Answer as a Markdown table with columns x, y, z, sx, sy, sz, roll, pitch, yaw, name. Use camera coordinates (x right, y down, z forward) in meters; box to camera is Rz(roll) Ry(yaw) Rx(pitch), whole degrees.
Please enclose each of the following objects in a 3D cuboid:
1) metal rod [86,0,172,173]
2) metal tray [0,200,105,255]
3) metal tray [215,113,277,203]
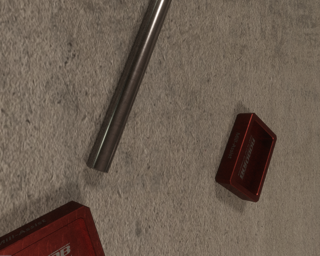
| x | y | z | sx | sy | sz | roll | pitch | yaw | name |
| --- | --- | --- | --- | --- | --- | --- | --- | --- | --- |
| -0.024 | -0.090 | 0.385 | 0.025 | 0.025 | 0.299 | 30 | 71 | -36 | metal rod |
| -0.120 | 0.141 | 0.301 | 0.131 | 0.030 | 0.089 | -24 | 105 | -38 | metal tray |
| 0.151 | 0.050 | 0.531 | 0.090 | 0.030 | 0.130 | 37 | 67 | -34 | metal tray |
